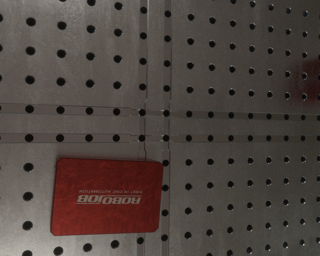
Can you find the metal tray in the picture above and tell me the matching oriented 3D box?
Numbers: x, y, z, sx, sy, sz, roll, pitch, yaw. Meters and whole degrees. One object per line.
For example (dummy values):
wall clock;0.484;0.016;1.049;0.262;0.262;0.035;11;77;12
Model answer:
metal tray;-0.065;0.083;0.387;0.131;0.030;0.089;5;88;-20
